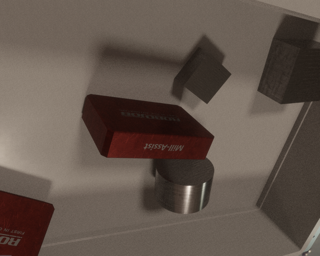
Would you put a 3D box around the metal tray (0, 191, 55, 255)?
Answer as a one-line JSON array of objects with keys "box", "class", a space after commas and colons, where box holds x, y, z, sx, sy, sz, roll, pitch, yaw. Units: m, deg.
[{"box": [-0.195, 0.112, 0.340, 0.131, 0.030, 0.090, 29, 68, -38], "class": "metal tray"}]

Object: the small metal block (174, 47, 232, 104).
[{"box": [0.056, -0.067, 0.400, 0.050, 0.025, 0.050, 32, 101, -39], "class": "small metal block"}]

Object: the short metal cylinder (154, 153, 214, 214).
[{"box": [0.033, 0.074, 0.439, 0.081, 0.080, 0.050, -11, 123, -23], "class": "short metal cylinder"}]

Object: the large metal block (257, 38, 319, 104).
[{"box": [0.201, -0.084, 0.453, 0.081, 0.050, 0.079, -6, 121, -26], "class": "large metal block"}]

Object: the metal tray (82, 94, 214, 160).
[{"box": [-0.014, -0.001, 0.359, 0.131, 0.090, 0.030, 5, 116, -31], "class": "metal tray"}]
